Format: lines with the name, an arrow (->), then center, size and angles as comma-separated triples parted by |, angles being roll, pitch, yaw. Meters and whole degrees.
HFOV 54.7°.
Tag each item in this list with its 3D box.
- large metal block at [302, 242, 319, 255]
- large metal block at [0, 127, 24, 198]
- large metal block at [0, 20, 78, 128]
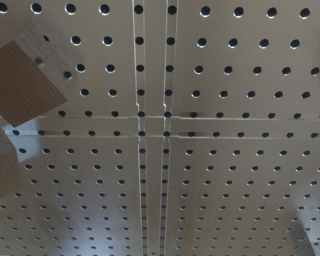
large metal block -> 0.332, 0.288, 0.626 | 0.050, 0.080, 0.079 | -1, 130, 0
large metal block -> -0.238, 0.056, 0.414 | 0.081, 0.050, 0.079 | -24, 141, -35
large metal block -> -0.154, -0.057, 0.344 | 0.080, 0.050, 0.080 | -23, 127, 18
